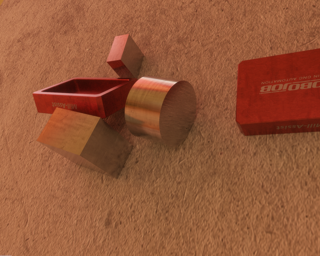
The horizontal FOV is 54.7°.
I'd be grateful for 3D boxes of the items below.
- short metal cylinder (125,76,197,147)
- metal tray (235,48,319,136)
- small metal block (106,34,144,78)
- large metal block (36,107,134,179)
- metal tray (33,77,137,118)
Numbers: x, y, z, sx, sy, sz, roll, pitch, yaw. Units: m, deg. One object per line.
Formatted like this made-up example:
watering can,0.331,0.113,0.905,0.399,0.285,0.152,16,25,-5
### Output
short metal cylinder,0.003,-0.022,0.380,0.050,0.080,0.080,14,69,34
metal tray,0.154,-0.041,0.345,0.130,0.030,0.090,-4,60,25
small metal block,-0.052,-0.108,0.482,0.025,0.050,0.050,-2,61,27
large metal block,-0.095,0.020,0.406,0.080,0.080,0.050,13,69,33
metal tray,-0.106,-0.048,0.453,0.130,0.030,0.091,6,26,30
